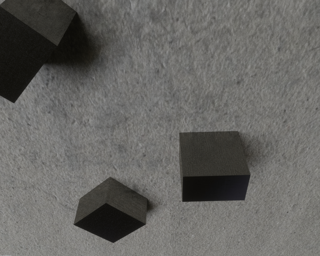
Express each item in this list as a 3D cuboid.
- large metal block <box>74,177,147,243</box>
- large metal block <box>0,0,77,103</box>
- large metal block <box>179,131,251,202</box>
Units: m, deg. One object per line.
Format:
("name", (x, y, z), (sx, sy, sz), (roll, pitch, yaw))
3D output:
("large metal block", (-0.079, 0.136, 0.505), (0.080, 0.050, 0.080), (-37, 121, 27))
("large metal block", (-0.132, -0.084, 0.297), (0.050, 0.080, 0.080), (35, 122, -26))
("large metal block", (0.068, 0.050, 0.415), (0.081, 0.080, 0.050), (-2, 130, 1))
